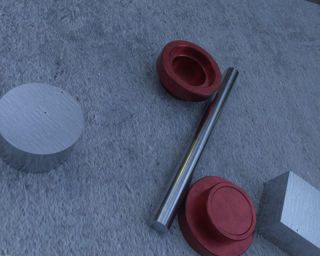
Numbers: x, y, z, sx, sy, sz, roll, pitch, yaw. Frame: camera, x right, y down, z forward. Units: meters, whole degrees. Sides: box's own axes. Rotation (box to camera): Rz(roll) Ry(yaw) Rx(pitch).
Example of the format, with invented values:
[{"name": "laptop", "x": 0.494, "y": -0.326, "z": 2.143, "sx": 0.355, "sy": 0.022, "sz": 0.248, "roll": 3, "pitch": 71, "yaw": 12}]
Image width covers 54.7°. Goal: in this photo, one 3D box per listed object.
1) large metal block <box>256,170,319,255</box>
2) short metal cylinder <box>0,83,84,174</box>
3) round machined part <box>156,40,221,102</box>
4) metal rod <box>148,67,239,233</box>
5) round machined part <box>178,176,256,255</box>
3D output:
[{"name": "large metal block", "x": 0.181, "y": 0.118, "z": 0.413, "sx": 0.080, "sy": 0.050, "sz": 0.080, "roll": 35, "pitch": 51, "yaw": -5}, {"name": "short metal cylinder", "x": -0.125, "y": 0.001, "z": 0.320, "sx": 0.081, "sy": 0.050, "sz": 0.080, "roll": 14, "pitch": 56, "yaw": -21}, {"name": "round machined part", "x": 0.039, "y": -0.079, "z": 0.462, "sx": 0.099, "sy": 0.042, "sz": 0.098, "roll": 14, "pitch": 56, "yaw": -21}, {"name": "metal rod", "x": 0.060, "y": 0.007, "z": 0.431, "sx": 0.025, "sy": 0.025, "sz": 0.301, "roll": 36, "pitch": 51, "yaw": -5}, {"name": "round machined part", "x": 0.074, "y": 0.103, "z": 0.370, "sx": 0.099, "sy": 0.042, "sz": 0.098, "roll": 14, "pitch": 56, "yaw": -21}]
